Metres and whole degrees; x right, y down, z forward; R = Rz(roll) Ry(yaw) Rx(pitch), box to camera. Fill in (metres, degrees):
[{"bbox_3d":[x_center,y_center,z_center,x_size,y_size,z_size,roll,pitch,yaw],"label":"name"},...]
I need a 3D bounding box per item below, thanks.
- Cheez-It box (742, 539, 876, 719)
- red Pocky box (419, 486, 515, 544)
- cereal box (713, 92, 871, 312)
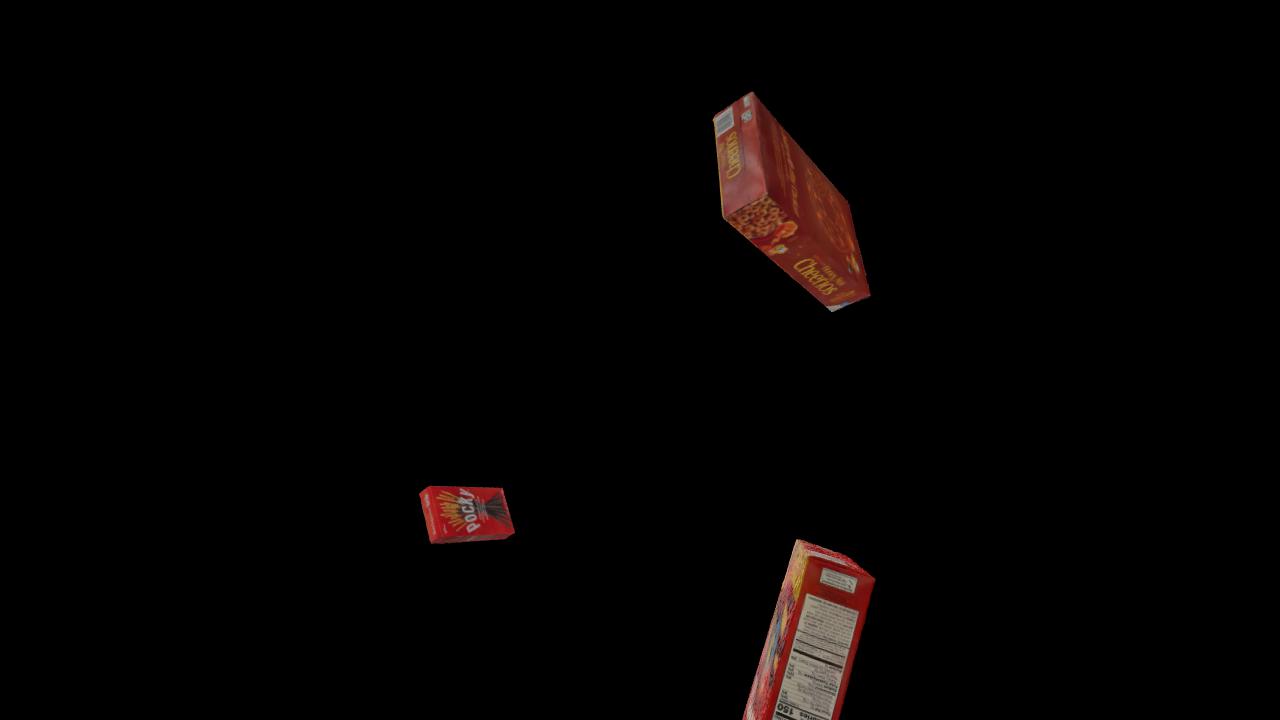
[{"bbox_3d":[0.165,0.306,0.626,0.071,0.223,0.166,17,-7,13],"label":"Cheez-It box"},{"bbox_3d":[-0.264,0.239,0.955,0.028,0.083,0.155,-33,-27,22],"label":"red Pocky box"},{"bbox_3d":[0.233,-0.226,0.927,0.081,0.203,0.306,-24,-36,35],"label":"cereal box"}]
